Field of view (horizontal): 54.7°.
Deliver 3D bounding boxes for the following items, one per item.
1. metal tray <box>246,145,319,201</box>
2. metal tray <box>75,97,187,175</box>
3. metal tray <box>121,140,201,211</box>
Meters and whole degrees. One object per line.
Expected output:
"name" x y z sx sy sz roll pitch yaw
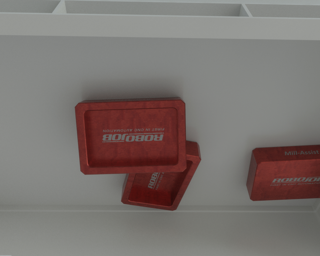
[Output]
"metal tray" 0.204 0.069 0.468 0.131 0.030 0.089 -3 130 2
"metal tray" -0.034 0.009 0.387 0.131 0.030 0.089 -2 101 1
"metal tray" -0.002 0.070 0.465 0.091 0.030 0.129 11 129 -10
